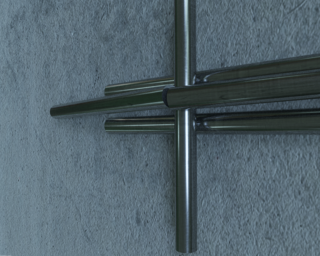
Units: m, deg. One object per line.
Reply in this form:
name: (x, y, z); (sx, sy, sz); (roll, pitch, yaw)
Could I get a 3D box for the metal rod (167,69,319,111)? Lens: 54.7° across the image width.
metal rod: (0.144, -0.038, 0.254); (0.300, 0.025, 0.025); (-3, 88, 29)

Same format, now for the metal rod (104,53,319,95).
metal rod: (0.043, -0.055, 0.369); (0.300, 0.025, 0.025); (-1, 90, 39)

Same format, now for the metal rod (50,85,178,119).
metal rod: (-0.087, -0.031, 0.443); (0.300, 0.025, 0.025); (-2, 89, 49)

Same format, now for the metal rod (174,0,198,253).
metal rod: (0.029, -0.013, 0.348); (0.025, 0.025, 0.298); (-1, 90, 39)

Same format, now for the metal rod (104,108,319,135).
metal rod: (0.043, -0.005, 0.369); (0.300, 0.025, 0.025); (-1, 90, 39)
